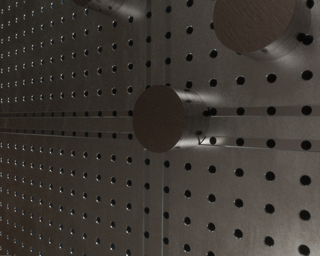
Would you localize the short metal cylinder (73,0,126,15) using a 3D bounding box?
[{"bbox_3d":[-0.092,-0.218,0.466,0.080,0.050,0.079,0,90,39],"label":"short metal cylinder"}]

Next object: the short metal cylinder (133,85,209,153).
[{"bbox_3d":[0.013,-0.011,0.381,0.080,0.050,0.079,0,90,39],"label":"short metal cylinder"}]

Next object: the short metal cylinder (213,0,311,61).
[{"bbox_3d":[0.101,-0.111,0.309,0.080,0.050,0.079,0,90,39],"label":"short metal cylinder"}]
